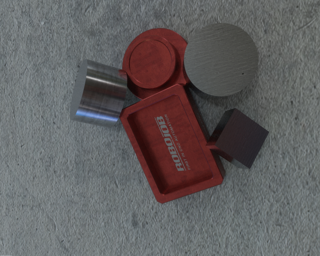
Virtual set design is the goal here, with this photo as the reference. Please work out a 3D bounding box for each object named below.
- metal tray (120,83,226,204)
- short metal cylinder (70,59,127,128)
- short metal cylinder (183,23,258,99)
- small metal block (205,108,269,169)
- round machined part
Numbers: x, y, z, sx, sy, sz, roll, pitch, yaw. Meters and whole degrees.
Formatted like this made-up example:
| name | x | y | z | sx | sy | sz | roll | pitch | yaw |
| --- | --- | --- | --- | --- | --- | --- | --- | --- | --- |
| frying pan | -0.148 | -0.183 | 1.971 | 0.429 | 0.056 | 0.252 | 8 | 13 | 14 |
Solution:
| name | x | y | z | sx | sy | sz | roll | pitch | yaw |
| --- | --- | --- | --- | --- | --- | --- | --- | --- | --- |
| metal tray | 0.015 | 0.020 | 0.390 | 0.090 | 0.030 | 0.129 | -23 | 92 | 18 |
| short metal cylinder | -0.081 | -0.044 | 0.403 | 0.050 | 0.080 | 0.080 | 13 | 96 | -24 |
| short metal cylinder | 0.067 | -0.075 | 0.362 | 0.080 | 0.050 | 0.079 | 0 | 92 | 2 |
| small metal block | 0.090 | 0.013 | 0.360 | 0.050 | 0.025 | 0.050 | 34 | 77 | -10 |
| round machined part | -0.006 | -0.082 | 0.404 | 0.098 | 0.042 | 0.097 | 0 | 90 | 20 |
